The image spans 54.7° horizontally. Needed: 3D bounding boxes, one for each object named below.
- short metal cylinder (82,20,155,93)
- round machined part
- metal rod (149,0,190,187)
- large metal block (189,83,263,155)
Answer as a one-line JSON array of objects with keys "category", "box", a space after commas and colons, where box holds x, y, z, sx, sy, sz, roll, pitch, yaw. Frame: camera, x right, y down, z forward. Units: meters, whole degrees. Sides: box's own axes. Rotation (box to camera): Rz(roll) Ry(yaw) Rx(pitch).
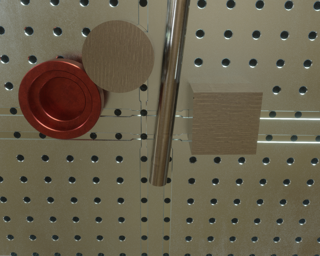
[{"category": "short metal cylinder", "box": [-0.046, -0.086, 0.368, 0.081, 0.050, 0.079, 0, 110, 0]}, {"category": "round machined part", "box": [-0.119, -0.038, 0.389, 0.099, 0.042, 0.097, 0, 110, 0]}, {"category": "metal rod", "box": [0.013, -0.062, 0.390, 0.025, 0.025, 0.298, 6, 110, -2]}, {"category": "large metal block", "box": [0.079, -0.013, 0.396, 0.081, 0.050, 0.079, 0, 110, 0]}]
